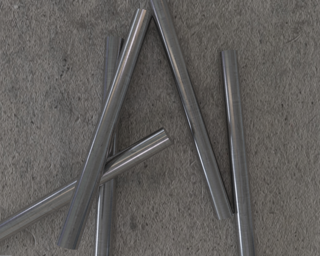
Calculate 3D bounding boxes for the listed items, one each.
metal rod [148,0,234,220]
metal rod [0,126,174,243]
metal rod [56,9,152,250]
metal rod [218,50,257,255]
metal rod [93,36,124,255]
[{"bbox_3d":[0.041,-0.026,0.410,0.025,0.025,0.298,-17,90,0],"label":"metal rod"},{"bbox_3d":[-0.119,0.084,0.390,0.301,0.025,0.025,-30,90,7],"label":"metal rod"},{"bbox_3d":[-0.062,-0.011,0.374,0.025,0.025,0.299,16,76,0],"label":"metal rod"},{"bbox_3d":[0.104,0.048,0.410,0.025,0.025,0.298,-6,90,0],"label":"metal rod"},{"bbox_3d":[-0.068,0.031,0.409,0.025,0.025,0.298,3,90,0],"label":"metal rod"}]
